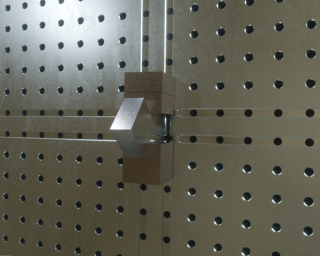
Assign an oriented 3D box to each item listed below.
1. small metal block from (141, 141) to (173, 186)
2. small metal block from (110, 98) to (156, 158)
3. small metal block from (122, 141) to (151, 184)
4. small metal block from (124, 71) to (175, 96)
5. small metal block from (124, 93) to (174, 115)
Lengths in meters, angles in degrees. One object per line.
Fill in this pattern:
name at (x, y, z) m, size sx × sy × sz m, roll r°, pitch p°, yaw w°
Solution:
small metal block at (-0.003, 0.044, 0.398) m, size 0.025 × 0.050 × 0.050 m, roll 2°, pitch 91°, yaw 20°
small metal block at (-0.030, 0.000, 0.365) m, size 0.025 × 0.050 × 0.050 m, roll 1°, pitch 48°, yaw 20°
small metal block at (-0.026, 0.043, 0.407) m, size 0.025 × 0.050 × 0.050 m, roll 2°, pitch 91°, yaw 20°
small metal block at (-0.012, -0.056, 0.402) m, size 0.050 × 0.050 × 0.025 m, roll 2°, pitch 91°, yaw 19°
small metal block at (-0.013, -0.031, 0.402) m, size 0.050 × 0.050 × 0.025 m, roll 2°, pitch 91°, yaw 19°
